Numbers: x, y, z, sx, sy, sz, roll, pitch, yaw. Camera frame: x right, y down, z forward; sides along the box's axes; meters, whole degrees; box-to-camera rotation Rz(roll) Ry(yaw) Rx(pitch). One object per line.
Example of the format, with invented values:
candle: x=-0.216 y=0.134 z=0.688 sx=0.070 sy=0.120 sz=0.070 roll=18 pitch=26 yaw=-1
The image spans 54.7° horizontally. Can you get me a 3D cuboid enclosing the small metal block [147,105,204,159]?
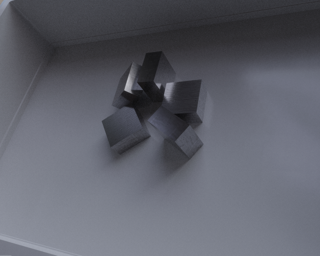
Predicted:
small metal block: x=0.019 y=0.006 z=0.375 sx=0.025 sy=0.050 sz=0.050 roll=-48 pitch=52 yaw=-6

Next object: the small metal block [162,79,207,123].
small metal block: x=0.032 y=-0.034 z=0.409 sx=0.050 sy=0.025 sz=0.050 roll=-2 pitch=61 yaw=26

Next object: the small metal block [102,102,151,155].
small metal block: x=-0.047 y=0.001 z=0.429 sx=0.050 sy=0.025 sz=0.050 roll=-32 pitch=52 yaw=7

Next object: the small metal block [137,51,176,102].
small metal block: x=-0.003 y=-0.071 z=0.433 sx=0.025 sy=0.050 sz=0.050 roll=0 pitch=62 yaw=28

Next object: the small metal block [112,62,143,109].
small metal block: x=-0.043 y=-0.058 z=0.445 sx=0.050 sy=0.025 sz=0.050 roll=-37 pitch=35 yaw=55
